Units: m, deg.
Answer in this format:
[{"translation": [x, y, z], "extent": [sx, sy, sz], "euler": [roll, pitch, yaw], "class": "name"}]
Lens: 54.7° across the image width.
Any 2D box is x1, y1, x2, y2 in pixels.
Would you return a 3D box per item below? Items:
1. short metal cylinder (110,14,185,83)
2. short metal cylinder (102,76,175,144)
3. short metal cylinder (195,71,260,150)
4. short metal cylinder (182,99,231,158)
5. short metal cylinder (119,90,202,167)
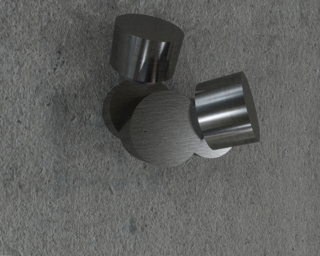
[{"translation": [-0.016, -0.096, 0.369], "extent": [0.081, 0.080, 0.050], "euler": [0, 129, -20], "class": "short metal cylinder"}, {"translation": [-0.028, -0.021, 0.387], "extent": [0.081, 0.050, 0.079], "euler": [0, 90, -21], "class": "short metal cylinder"}, {"translation": [0.078, -0.019, 0.350], "extent": [0.050, 0.080, 0.080], "euler": [-13, 97, 23], "class": "short metal cylinder"}, {"translation": [0.057, -0.001, 0.419], "extent": [0.081, 0.050, 0.079], "euler": [0, 90, -21], "class": "short metal cylinder"}, {"translation": [-0.001, 0.001, 0.344], "extent": [0.081, 0.050, 0.079], "euler": [0, 90, -21], "class": "short metal cylinder"}]
